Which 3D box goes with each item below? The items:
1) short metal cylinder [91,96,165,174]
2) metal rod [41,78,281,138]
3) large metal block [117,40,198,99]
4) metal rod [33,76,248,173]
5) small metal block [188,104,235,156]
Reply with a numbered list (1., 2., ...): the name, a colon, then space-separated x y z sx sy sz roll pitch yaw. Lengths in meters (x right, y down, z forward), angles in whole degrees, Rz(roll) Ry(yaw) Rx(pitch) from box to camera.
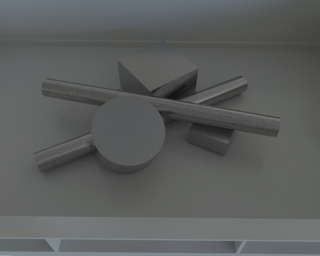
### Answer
1. short metal cylinder: -0.039 0.009 0.360 0.081 0.050 0.080 4 71 -11
2. metal rod: -0.005 -0.028 0.394 0.301 0.025 0.025 10 51 8
3. large metal block: -0.004 -0.073 0.448 0.081 0.050 0.080 -29 56 -23
4. metal rod: -0.012 -0.012 0.413 0.302 0.025 0.025 -22 54 -18
5. small metal block: 0.070 0.001 0.401 0.050 0.025 0.050 21 53 16
